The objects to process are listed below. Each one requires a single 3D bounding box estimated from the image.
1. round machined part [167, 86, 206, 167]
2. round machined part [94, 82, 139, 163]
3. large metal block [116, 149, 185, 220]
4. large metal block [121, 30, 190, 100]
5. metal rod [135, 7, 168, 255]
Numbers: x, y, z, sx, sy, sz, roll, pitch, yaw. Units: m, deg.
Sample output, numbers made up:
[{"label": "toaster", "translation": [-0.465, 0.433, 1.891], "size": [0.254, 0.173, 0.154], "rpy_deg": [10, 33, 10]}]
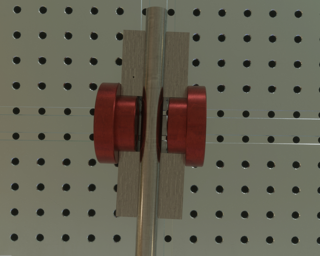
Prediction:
[{"label": "round machined part", "translation": [0.032, -0.002, 0.377], "size": [0.042, 0.098, 0.097], "rpy_deg": [2, 90, 5]}, {"label": "round machined part", "translation": [-0.049, -0.006, 0.376], "size": [0.042, 0.098, 0.097], "rpy_deg": [2, 90, 0]}, {"label": "large metal block", "translation": [-0.011, 0.069, 0.400], "size": [0.081, 0.050, 0.080], "rpy_deg": [3, 90, 0]}, {"label": "large metal block", "translation": [-0.006, -0.078, 0.400], "size": [0.081, 0.050, 0.079], "rpy_deg": [2, 90, 0]}, {"label": "metal rod", "translation": [-0.010, 0.011, 0.363], "size": [0.025, 0.025, 0.298], "rpy_deg": [3, 90, 0]}]
